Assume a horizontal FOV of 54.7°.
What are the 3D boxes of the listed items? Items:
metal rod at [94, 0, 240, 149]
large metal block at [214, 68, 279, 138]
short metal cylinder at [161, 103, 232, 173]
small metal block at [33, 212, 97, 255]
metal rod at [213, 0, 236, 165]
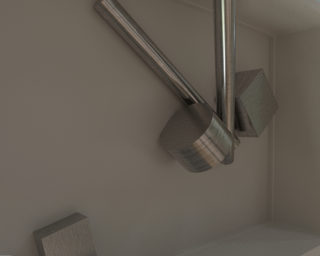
[{"bbox_3d":[0.027,-0.060,0.431,0.300,0.025,0.025,43,64,-32],"label":"metal rod"},{"bbox_3d":[0.146,-0.041,0.515,0.080,0.050,0.080,-47,119,-30],"label":"large metal block"},{"bbox_3d":[0.048,0.013,0.414,0.050,0.080,0.080,47,62,-30],"label":"short metal cylinder"},{"bbox_3d":[-0.099,0.124,0.326,0.050,0.025,0.050,-17,101,-39],"label":"small metal block"},{"bbox_3d":[0.084,-0.065,0.400,0.025,0.025,0.298,-41,138,-32],"label":"metal rod"}]
